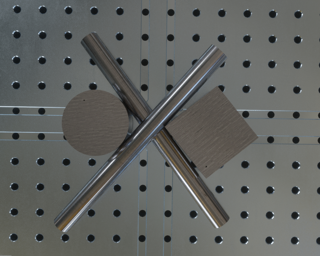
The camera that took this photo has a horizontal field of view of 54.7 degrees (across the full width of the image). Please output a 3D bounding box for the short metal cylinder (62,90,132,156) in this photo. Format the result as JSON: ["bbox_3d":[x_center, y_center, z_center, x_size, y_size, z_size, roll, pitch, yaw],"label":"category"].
[{"bbox_3d":[-0.078,-0.006,0.396,0.081,0.050,0.079,0,90,0],"label":"short metal cylinder"}]

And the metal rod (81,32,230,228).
[{"bbox_3d":[-0.006,0.003,0.409,0.025,0.025,0.299,-36,90,0],"label":"metal rod"}]

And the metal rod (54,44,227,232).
[{"bbox_3d":[-0.029,0.019,0.388,0.025,0.025,0.299,42,98,0],"label":"metal rod"}]

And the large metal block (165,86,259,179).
[{"bbox_3d":[0.062,0.005,0.397,0.080,0.050,0.080,-38,90,0],"label":"large metal block"}]
